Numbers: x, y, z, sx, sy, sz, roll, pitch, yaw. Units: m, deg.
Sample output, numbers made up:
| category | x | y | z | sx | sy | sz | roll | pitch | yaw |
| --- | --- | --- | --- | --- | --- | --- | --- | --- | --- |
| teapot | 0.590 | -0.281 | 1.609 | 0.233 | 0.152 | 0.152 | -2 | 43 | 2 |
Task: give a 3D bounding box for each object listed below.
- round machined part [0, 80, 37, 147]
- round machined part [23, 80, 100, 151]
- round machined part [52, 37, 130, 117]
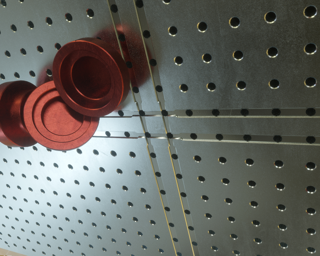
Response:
| category | x | y | z | sx | sy | sz | roll | pitch | yaw |
| --- | --- | --- | --- | --- | --- | --- | --- | --- | --- |
| round machined part | -0.195 | -0.021 | 0.452 | 0.042 | 0.098 | 0.097 | -3 | 118 | 20 |
| round machined part | -0.136 | -0.016 | 0.436 | 0.098 | 0.098 | 0.042 | 47 | 164 | -5 |
| round machined part | -0.083 | -0.067 | 0.396 | 0.098 | 0.042 | 0.097 | 9 | 118 | 17 |
